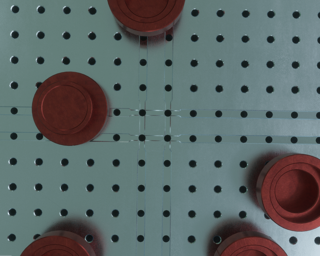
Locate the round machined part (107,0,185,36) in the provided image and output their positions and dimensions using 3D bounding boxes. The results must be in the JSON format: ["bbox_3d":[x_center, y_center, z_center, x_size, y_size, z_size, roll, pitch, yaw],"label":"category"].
[{"bbox_3d":[-0.017,-0.168,0.405,0.099,0.042,0.097,0,90,-1],"label":"round machined part"}]

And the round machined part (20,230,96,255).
[{"bbox_3d":[-0.130,0.182,0.403,0.099,0.042,0.097,0,90,-1],"label":"round machined part"}]

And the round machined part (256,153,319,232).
[{"bbox_3d":[0.175,0.081,0.407,0.099,0.042,0.097,0,90,-1],"label":"round machined part"}]

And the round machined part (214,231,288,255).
[{"bbox_3d":[0.117,0.183,0.407,0.099,0.042,0.097,0,90,-1],"label":"round machined part"}]

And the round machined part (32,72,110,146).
[{"bbox_3d":[-0.118,-0.025,0.403,0.099,0.042,0.097,0,90,-1],"label":"round machined part"}]
